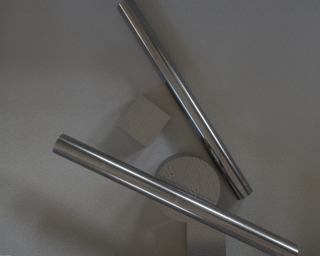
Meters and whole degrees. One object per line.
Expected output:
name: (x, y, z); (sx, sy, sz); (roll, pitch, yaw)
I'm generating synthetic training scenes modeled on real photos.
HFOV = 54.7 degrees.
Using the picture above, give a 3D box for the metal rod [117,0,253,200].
metal rod: (0.033, -0.038, 0.411); (0.025, 0.025, 0.299); (-32, 90, 0)

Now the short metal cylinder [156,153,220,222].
short metal cylinder: (0.033, 0.074, 0.399); (0.081, 0.050, 0.079); (0, 90, -1)

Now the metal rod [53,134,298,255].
metal rod: (0.018, 0.082, 0.361); (0.301, 0.025, 0.025); (25, 90, -1)

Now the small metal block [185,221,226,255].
small metal block: (0.060, 0.144, 0.412); (0.050, 0.025, 0.050); (-1, 90, -1)

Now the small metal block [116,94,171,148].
small metal block: (-0.021, -0.009, 0.411); (0.050, 0.025, 0.050); (38, 90, -1)
